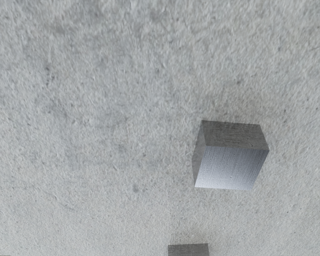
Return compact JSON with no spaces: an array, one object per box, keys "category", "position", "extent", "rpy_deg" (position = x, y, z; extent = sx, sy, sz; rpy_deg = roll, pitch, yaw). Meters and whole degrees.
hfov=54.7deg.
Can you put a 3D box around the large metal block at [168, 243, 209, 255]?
[{"category":"large metal block","position":[0.060,0.281,0.631],"extent":[0.080,0.050,0.079],"rpy_deg":[-4,130,2]}]

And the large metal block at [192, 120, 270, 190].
[{"category":"large metal block","position":[0.092,0.039,0.425],"extent":[0.081,0.050,0.079],"rpy_deg":[4,130,-4]}]
